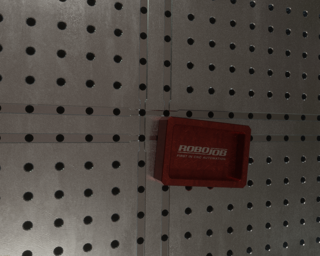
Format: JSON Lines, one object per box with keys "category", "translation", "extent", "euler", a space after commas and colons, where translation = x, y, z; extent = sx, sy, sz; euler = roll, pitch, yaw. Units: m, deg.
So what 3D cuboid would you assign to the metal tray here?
{"category": "metal tray", "translation": [0.061, 0.035, 0.434], "extent": [0.131, 0.030, 0.089], "euler": [6, 88, -20]}
